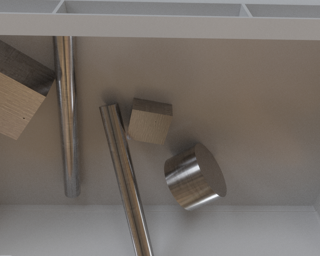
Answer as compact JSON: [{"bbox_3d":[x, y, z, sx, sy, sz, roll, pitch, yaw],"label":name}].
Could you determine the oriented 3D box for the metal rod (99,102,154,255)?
[{"bbox_3d":[-0.034,0.114,0.417,0.025,0.025,0.298,-10,102,8],"label":"metal rod"}]

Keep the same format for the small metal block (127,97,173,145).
[{"bbox_3d":[-0.014,-0.008,0.402,0.050,0.025,0.050,9,130,-9],"label":"small metal block"}]

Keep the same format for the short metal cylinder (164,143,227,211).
[{"bbox_3d":[0.050,0.068,0.432,0.050,0.080,0.080,-30,124,23],"label":"short metal cylinder"}]

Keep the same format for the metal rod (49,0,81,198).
[{"bbox_3d":[-0.117,-0.010,0.398,0.025,0.025,0.298,6,130,-6],"label":"metal rod"}]

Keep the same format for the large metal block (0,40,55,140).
[{"bbox_3d":[-0.178,-0.044,0.353,0.080,0.050,0.080,31,123,-24],"label":"large metal block"}]
